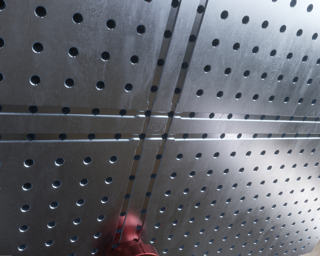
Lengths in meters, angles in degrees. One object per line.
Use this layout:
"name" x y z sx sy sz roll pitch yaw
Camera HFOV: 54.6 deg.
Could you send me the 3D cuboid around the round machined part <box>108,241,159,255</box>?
"round machined part" -0.049 0.227 0.513 0.099 0.042 0.097 -14 124 -21
